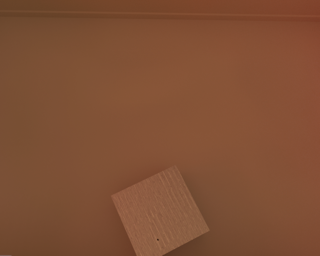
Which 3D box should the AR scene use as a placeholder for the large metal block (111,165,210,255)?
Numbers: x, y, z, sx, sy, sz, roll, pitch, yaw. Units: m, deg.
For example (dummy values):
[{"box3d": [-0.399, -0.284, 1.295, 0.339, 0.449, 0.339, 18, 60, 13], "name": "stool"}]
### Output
[{"box3d": [-0.001, 0.101, 0.360, 0.080, 0.050, 0.080, -25, 72, -9], "name": "large metal block"}]
